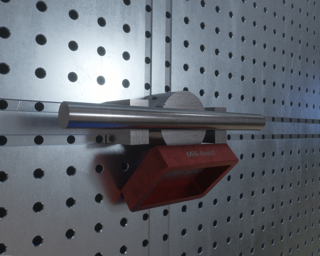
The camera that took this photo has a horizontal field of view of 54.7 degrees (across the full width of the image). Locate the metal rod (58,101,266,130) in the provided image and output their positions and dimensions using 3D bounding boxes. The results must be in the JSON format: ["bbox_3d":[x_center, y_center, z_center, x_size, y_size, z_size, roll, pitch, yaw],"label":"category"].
[{"bbox_3d":[0.031,-0.010,0.370,0.302,0.025,0.025,1,90,-40],"label":"metal rod"}]

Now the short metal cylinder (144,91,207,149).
[{"bbox_3d":[0.015,-0.007,0.405,0.081,0.050,0.080,0,90,-40],"label":"short metal cylinder"}]

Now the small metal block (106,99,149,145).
[{"bbox_3d":[-0.038,-0.007,0.361,0.025,0.050,0.050,-1,91,-40],"label":"small metal block"}]

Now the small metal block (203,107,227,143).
[{"bbox_3d":[0.069,-0.004,0.451,0.025,0.050,0.050,-1,91,-40],"label":"small metal block"}]

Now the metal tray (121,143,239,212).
[{"bbox_3d":[0.027,0.061,0.393,0.131,0.089,0.030,1,47,-40],"label":"metal tray"}]
